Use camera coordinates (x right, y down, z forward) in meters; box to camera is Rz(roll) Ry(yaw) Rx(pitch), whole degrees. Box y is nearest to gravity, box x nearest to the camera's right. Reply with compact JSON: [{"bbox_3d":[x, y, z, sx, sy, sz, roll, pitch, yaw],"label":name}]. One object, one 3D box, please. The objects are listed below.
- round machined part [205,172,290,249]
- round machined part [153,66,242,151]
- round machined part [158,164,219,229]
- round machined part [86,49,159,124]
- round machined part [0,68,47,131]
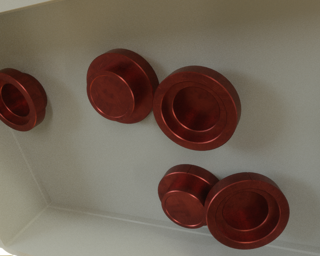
[{"bbox_3d":[0.105,0.098,0.387,0.099,0.042,0.097,0,109,1],"label":"round machined part"},{"bbox_3d":[0.045,-0.025,0.358,0.098,0.042,0.097,13,124,20],"label":"round machined part"},{"bbox_3d":[0.041,0.103,0.439,0.098,0.042,0.097,13,124,20],"label":"round machined part"},{"bbox_3d":[-0.053,-0.048,0.395,0.098,0.042,0.097,13,124,20],"label":"round machined part"},{"bbox_3d":[-0.216,-0.047,0.480,0.098,0.042,0.097,13,124,20],"label":"round machined part"}]
